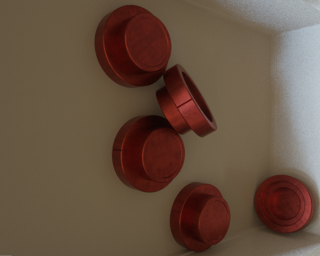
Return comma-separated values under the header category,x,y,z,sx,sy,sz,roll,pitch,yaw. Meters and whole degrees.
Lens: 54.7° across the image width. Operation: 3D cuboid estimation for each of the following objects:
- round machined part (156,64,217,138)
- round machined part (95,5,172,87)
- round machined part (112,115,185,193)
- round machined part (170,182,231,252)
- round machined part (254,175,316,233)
category,x,y,z,sx,sy,sz,roll,pitch,yaw
round machined part,0.030,-0.030,0.399,0.098,0.042,0.098,52,18,-24
round machined part,-0.025,-0.099,0.374,0.099,0.042,0.097,0,90,-40
round machined part,-0.007,0.032,0.390,0.099,0.042,0.097,0,90,-40
round machined part,0.065,0.130,0.450,0.099,0.042,0.097,0,90,-40
round machined part,0.222,0.134,0.546,0.042,0.098,0.098,21,77,-46
